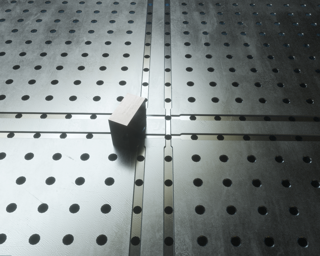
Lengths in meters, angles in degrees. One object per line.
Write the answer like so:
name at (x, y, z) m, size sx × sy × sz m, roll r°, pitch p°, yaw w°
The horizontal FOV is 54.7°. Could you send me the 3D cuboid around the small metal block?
small metal block at (-0.040, -0.008, 0.398) m, size 0.025 × 0.050 × 0.050 m, roll 19°, pitch 53°, yaw 15°
